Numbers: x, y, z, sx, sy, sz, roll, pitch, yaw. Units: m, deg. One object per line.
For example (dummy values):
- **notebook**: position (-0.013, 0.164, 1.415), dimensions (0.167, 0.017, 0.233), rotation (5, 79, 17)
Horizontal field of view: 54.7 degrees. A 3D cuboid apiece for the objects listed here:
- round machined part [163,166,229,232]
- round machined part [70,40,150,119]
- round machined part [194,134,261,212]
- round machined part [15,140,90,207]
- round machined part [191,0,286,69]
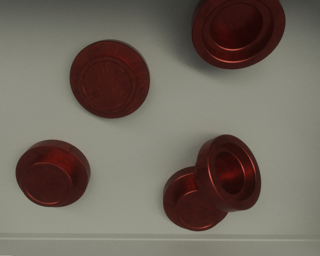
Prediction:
- **round machined part**: position (0.054, 0.107, 0.443), dimensions (0.099, 0.042, 0.097), rotation (0, 110, -1)
- **round machined part**: position (-0.062, -0.057, 0.380), dimensions (0.099, 0.042, 0.097), rotation (0, 110, -1)
- **round machined part**: position (0.084, 0.061, 0.407), dimensions (0.098, 0.098, 0.042), rotation (44, 140, -15)
- **round machined part**: position (-0.149, 0.069, 0.425), dimensions (0.099, 0.042, 0.097), rotation (0, 110, -1)
- **round machined part**: position (0.084, -0.118, 0.347), dimensions (0.099, 0.042, 0.097), rotation (1, 137, 1)
